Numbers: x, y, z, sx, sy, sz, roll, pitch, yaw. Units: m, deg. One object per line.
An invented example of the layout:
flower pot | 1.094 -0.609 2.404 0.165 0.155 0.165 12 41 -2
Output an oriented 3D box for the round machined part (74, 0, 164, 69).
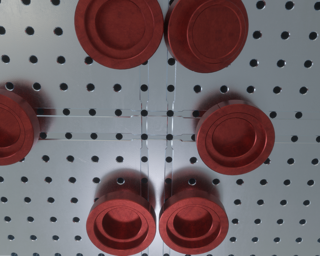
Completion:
round machined part | -0.045 -0.120 0.360 0.099 0.042 0.097 0 110 0

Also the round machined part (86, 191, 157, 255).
round machined part | -0.054 0.134 0.453 0.099 0.042 0.097 0 110 0

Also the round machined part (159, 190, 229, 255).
round machined part | 0.047 0.132 0.453 0.099 0.042 0.097 0 110 0

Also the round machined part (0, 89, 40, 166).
round machined part | -0.205 -0.004 0.401 0.099 0.042 0.097 0 110 0

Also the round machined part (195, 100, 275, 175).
round machined part | 0.095 0.009 0.408 0.099 0.042 0.097 0 110 0

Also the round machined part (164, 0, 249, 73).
round machined part | 0.057 -0.110 0.352 0.099 0.042 0.097 -5 112 -13
